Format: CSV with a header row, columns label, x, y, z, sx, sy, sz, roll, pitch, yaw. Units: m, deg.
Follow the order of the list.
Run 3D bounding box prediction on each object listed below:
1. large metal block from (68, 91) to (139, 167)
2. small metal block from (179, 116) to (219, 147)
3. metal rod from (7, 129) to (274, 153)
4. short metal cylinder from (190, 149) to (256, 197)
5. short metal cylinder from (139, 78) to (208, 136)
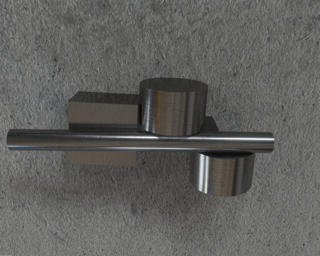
label,x,y,z,sx,sy,sz,roll,pitch,yaw
large metal block,-0.068,0.000,0.393,0.081,0.050,0.079,3,110,-2
small metal block,0.045,0.004,0.399,0.050,0.050,0.025,1,110,-1
metal rod,-0.020,0.015,0.362,0.302,0.025,0.025,1,110,-2
short metal cylinder,0.079,0.045,0.399,0.081,0.080,0.050,0,110,-1
short metal cylinder,0.015,-0.028,0.372,0.081,0.080,0.050,2,110,-1
